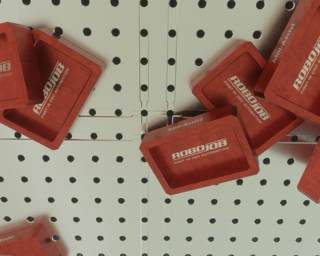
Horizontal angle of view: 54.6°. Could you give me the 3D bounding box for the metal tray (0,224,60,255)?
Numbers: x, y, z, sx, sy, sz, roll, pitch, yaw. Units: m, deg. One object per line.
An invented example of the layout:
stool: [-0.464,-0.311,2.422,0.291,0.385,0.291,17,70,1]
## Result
metal tray: [-0.230,0.211,0.487,0.130,0.030,0.090,-18,109,6]

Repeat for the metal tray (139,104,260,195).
metal tray: [0.051,0.032,0.402,0.130,0.030,0.090,-19,114,22]

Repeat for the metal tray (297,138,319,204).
metal tray: [0.242,0.045,0.396,0.131,0.030,0.089,2,114,-32]

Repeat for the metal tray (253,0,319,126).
metal tray: [0.179,-0.078,0.358,0.090,0.030,0.129,24,98,-13]

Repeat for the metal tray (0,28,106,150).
metal tray: [-0.139,-0.047,0.392,0.090,0.030,0.129,31,107,-11]

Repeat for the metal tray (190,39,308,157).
metal tray: [0.113,-0.035,0.398,0.090,0.030,0.130,-41,105,13]

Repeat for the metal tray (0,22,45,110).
metal tray: [-0.206,-0.064,0.360,0.130,0.030,0.090,-7,98,16]
